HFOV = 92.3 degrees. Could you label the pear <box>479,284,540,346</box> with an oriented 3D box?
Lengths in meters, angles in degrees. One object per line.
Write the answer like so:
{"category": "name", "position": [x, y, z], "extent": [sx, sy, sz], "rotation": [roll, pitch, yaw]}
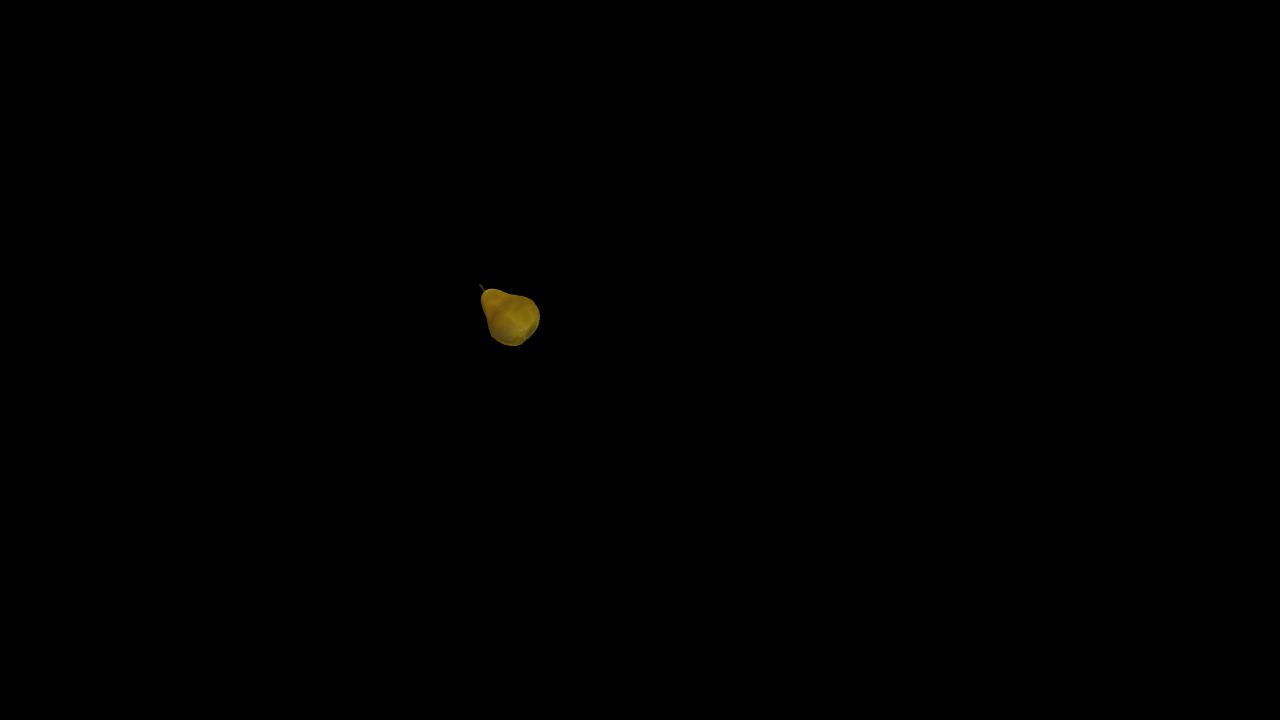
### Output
{"category": "pear", "position": [-0.204, -0.074, 0.907], "extent": [0.111, 0.080, 0.080], "rotation": [37, 2, 3]}
